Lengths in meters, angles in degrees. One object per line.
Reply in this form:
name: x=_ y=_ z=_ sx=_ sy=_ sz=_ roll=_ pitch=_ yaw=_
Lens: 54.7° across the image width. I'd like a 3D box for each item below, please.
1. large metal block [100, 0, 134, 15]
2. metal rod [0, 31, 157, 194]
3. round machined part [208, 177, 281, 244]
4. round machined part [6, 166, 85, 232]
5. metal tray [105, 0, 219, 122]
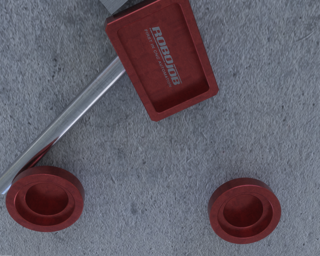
large metal block: x=-0.045 y=-0.180 z=0.329 sx=0.080 sy=0.050 sz=0.080 roll=-37 pitch=106 yaw=12
metal rod: x=-0.116 y=-0.015 z=0.402 sx=0.299 sy=0.025 sz=0.025 roll=-43 pitch=105 yaw=13
round machined part: x=0.117 y=0.113 z=0.444 sx=0.099 sy=0.042 sz=0.097 roll=0 pitch=110 yaw=-1
round machined part: x=-0.154 y=0.093 z=0.428 sx=0.099 sy=0.042 sz=0.097 roll=-3 pitch=116 yaw=-6
metal tray: x=0.005 y=-0.080 z=0.357 sx=0.090 sy=0.030 sz=0.130 roll=-25 pitch=123 yaw=3
